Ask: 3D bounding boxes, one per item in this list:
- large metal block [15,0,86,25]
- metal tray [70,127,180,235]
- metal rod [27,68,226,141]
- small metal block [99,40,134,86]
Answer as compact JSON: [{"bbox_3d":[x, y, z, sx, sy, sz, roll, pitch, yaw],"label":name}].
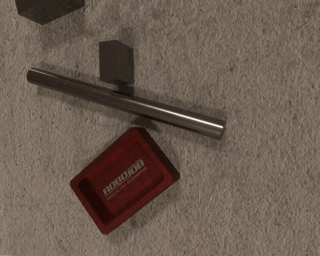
[{"bbox_3d":[-0.166,-0.209,0.452,0.080,0.050,0.080,-16,85,19],"label":"large metal block"},{"bbox_3d":[-0.050,0.071,0.422,0.130,0.030,0.090,-41,78,15],"label":"metal tray"},{"bbox_3d":[-0.059,-0.038,0.428,0.301,0.025,0.025,17,96,18],"label":"metal rod"},{"bbox_3d":[-0.057,-0.086,0.415,0.025,0.050,0.050,-2,90,20],"label":"small metal block"}]
